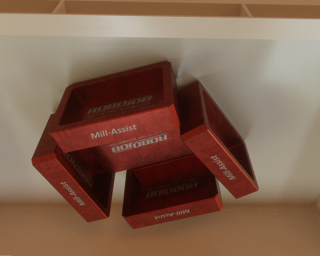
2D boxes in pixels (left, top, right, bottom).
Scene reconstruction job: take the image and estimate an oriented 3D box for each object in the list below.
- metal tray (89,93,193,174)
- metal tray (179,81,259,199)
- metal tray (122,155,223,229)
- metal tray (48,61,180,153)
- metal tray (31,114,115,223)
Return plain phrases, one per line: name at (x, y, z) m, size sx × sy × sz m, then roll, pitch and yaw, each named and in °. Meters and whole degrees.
metal tray at (-0.028, 0.008, 0.409) m, size 0.130 × 0.030 × 0.090 m, roll -15°, pitch 129°, yaw 12°
metal tray at (0.071, 0.016, 0.379) m, size 0.030 × 0.090 × 0.130 m, roll -29°, pitch 125°, yaw 23°
metal tray at (0.015, 0.083, 0.435) m, size 0.130 × 0.090 × 0.030 m, roll -16°, pitch 128°, yaw 12°
metal tray at (-0.047, -0.025, 0.341) m, size 0.131 × 0.090 × 0.030 m, roll -12°, pitch 129°, yaw 9°
metal tray at (-0.104, 0.050, 0.405) m, size 0.030 × 0.090 × 0.130 m, roll -17°, pitch 129°, yaw 13°
